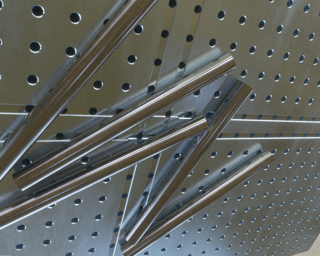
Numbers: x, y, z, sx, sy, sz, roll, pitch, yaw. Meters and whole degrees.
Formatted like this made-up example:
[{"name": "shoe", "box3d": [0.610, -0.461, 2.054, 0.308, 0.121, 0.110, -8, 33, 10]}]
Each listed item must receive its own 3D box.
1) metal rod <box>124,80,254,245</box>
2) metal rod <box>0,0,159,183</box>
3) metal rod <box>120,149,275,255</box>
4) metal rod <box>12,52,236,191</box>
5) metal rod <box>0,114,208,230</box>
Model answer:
[{"name": "metal rod", "box3d": [0.038, 0.058, 0.470, 0.025, 0.025, 0.299, 27, 103, -38]}, {"name": "metal rod", "box3d": [-0.096, -0.047, 0.330, 0.300, 0.025, 0.025, -48, 129, 5]}, {"name": "metal rod", "box3d": [0.068, 0.128, 0.529, 0.301, 0.025, 0.025, -32, 129, -8]}, {"name": "metal rod", "box3d": [-0.036, -0.013, 0.384, 0.301, 0.025, 0.025, -31, 129, -9]}, {"name": "metal rod", "box3d": [-0.071, 0.053, 0.406, 0.302, 0.025, 0.025, -25, 128, -14]}]
